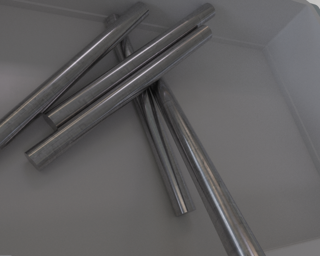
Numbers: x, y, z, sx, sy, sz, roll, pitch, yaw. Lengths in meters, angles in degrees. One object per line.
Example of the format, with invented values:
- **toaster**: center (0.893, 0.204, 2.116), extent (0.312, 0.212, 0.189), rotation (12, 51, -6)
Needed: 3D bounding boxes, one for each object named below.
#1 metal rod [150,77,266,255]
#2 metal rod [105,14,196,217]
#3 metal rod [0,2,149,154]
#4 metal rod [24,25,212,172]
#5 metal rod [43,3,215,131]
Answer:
- **metal rod**: center (0.028, 0.011, 0.335), extent (0.025, 0.025, 0.300), rotation (8, 34, -24)
- **metal rod**: center (-0.020, -0.031, 0.413), extent (0.025, 0.025, 0.299), rotation (-8, 66, -32)
- **metal rod**: center (-0.101, -0.073, 0.376), extent (0.025, 0.025, 0.301), rotation (38, 57, -3)
- **metal rod**: center (-0.031, -0.053, 0.387), extent (0.025, 0.025, 0.301), rotation (46, 61, 4)
- **metal rod**: center (-0.023, -0.094, 0.415), extent (0.025, 0.025, 0.301), rotation (46, 62, 4)
